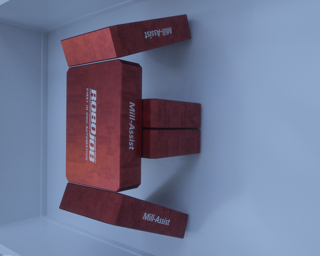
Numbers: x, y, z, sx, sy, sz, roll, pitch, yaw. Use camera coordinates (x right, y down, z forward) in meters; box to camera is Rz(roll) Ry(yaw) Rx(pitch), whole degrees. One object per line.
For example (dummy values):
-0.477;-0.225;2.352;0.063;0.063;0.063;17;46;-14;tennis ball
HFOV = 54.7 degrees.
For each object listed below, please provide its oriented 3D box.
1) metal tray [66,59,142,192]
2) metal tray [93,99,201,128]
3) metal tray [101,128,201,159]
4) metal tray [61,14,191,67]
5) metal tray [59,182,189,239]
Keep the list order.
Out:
-0.063;-0.003;0.336;0.090;0.030;0.129;1;91;39;metal tray
-0.027;-0.016;0.385;0.130;0.091;0.030;1;91;40;metal tray
-0.027;0.015;0.386;0.130;0.091;0.030;1;91;40;metal tray
-0.036;-0.104;0.365;0.090;0.131;0.030;1;111;40;metal tray
-0.038;0.099;0.366;0.090;0.130;0.030;1;69;39;metal tray
